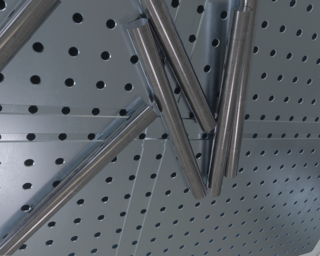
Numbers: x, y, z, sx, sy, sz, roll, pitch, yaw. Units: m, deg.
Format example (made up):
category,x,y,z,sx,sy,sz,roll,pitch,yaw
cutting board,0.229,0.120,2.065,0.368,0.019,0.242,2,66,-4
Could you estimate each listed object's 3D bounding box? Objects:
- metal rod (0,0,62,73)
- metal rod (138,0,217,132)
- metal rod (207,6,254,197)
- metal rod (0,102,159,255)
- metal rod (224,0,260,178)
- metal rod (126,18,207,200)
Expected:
category,x,y,z,sx,sy,sz,roll,pitch,yaw
metal rod,-0.201,-0.014,0.292,0.300,0.025,0.025,-47,129,5
metal rod,0.009,-0.104,0.351,0.025,0.025,0.300,-35,129,-5
metal rod,0.093,-0.014,0.442,0.025,0.025,0.298,-14,127,-21
metal rod,-0.119,0.079,0.394,0.300,0.025,0.025,-43,129,2
metal rod,0.112,-0.050,0.440,0.025,0.025,0.298,-16,125,-20
metal rod,0.021,-0.001,0.420,0.025,0.025,0.299,-30,128,-9
